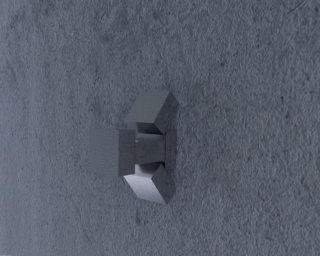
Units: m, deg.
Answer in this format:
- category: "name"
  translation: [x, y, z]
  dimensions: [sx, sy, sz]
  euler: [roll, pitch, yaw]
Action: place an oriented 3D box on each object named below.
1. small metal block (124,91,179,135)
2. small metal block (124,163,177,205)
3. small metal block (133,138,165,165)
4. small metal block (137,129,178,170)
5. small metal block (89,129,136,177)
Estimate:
- category: "small metal block"
  translation: [-0.011, -0.020, 0.398]
  dimensions: [0.050, 0.025, 0.050]
  euler: [4, 56, 40]
- category: "small metal block"
  translation: [-0.014, 0.069, 0.400]
  dimensions: [0.050, 0.025, 0.050]
  euler: [3, 133, 39]
- category: "small metal block"
  translation: [-0.029, 0.027, 0.379]
  dimensions: [0.050, 0.050, 0.025]
  euler: [3, 92, 39]
- category: "small metal block"
  translation: [-0.004, 0.026, 0.409]
  dimensions: [0.050, 0.025, 0.050]
  euler: [3, 92, 39]
- category: "small metal block"
  translation: [-0.055, 0.026, 0.352]
  dimensions: [0.050, 0.025, 0.050]
  euler: [1, 91, 39]
